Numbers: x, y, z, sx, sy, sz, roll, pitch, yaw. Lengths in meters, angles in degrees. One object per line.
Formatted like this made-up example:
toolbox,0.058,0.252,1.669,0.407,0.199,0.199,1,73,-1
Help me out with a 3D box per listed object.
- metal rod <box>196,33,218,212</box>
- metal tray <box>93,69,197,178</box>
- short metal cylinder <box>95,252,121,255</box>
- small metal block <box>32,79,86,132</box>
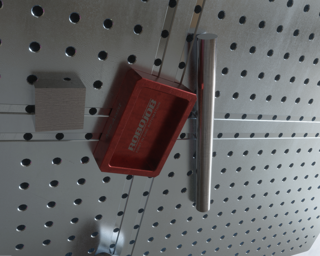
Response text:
metal rod,0.066,0.013,0.457,0.025,0.025,0.298,-17,126,-19
metal tray,-0.020,-0.001,0.398,0.091,0.030,0.129,13,112,-34
short metal cylinder,-0.077,0.241,0.484,0.050,0.080,0.080,33,100,-39
small metal block,-0.110,-0.025,0.336,0.050,0.025,0.050,-4,120,-27
